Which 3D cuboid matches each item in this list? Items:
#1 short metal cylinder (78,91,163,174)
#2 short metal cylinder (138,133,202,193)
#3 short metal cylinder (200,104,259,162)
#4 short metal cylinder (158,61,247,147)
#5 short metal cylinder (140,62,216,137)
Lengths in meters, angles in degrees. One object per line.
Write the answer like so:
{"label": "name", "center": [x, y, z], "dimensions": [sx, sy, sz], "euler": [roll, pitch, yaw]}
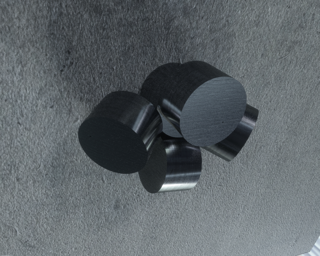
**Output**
{"label": "short metal cylinder", "center": [-0.043, 0.005, 0.347], "dimensions": [0.080, 0.050, 0.079], "euler": [12, 131, 14]}
{"label": "short metal cylinder", "center": [0.010, 0.043, 0.405], "dimensions": [0.050, 0.080, 0.079], "euler": [2, 118, -30]}
{"label": "short metal cylinder", "center": [0.087, -0.002, 0.414], "dimensions": [0.050, 0.080, 0.080], "euler": [29, 106, 2]}
{"label": "short metal cylinder", "center": [0.045, -0.027, 0.336], "dimensions": [0.081, 0.050, 0.079], "euler": [-14, 125, -21]}
{"label": "short metal cylinder", "center": [0.022, -0.035, 0.384], "dimensions": [0.081, 0.050, 0.079], "euler": [-14, 125, -21]}
